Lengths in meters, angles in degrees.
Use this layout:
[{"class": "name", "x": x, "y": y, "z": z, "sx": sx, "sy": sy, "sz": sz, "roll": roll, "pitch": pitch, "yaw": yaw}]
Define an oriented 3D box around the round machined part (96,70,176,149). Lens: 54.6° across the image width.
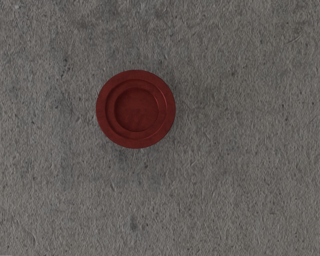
[{"class": "round machined part", "x": -0.030, "y": -0.023, "z": 0.401, "sx": 0.099, "sy": 0.042, "sz": 0.097, "roll": 0, "pitch": 90, "yaw": 0}]
